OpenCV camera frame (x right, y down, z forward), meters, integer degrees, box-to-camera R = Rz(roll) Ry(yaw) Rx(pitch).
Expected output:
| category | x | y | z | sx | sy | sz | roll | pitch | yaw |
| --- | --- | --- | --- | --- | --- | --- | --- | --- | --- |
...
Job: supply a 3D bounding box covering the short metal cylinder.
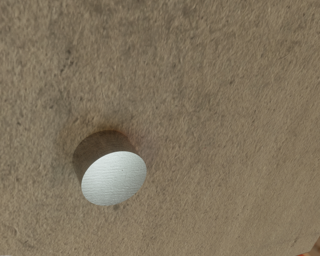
| category | x | y | z | sx | sy | sz | roll | pitch | yaw |
| --- | --- | --- | --- | --- | --- | --- | --- | --- | --- |
| short metal cylinder | -0.064 | 0.050 | 0.388 | 0.081 | 0.050 | 0.079 | -14 | 125 | -21 |
